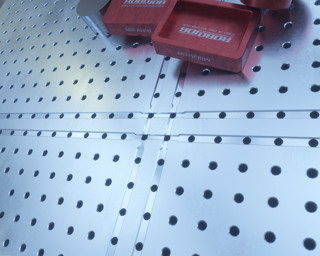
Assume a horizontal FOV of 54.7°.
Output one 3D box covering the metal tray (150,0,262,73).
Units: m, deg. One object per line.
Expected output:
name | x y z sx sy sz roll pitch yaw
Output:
metal tray | 0.064 -0.135 0.434 0.130 0.030 0.090 18 70 20

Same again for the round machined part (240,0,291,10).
round machined part | 0.146 -0.190 0.417 0.099 0.042 0.098 2 35 -1

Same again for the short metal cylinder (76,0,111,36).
short metal cylinder | -0.110 -0.223 0.587 0.080 0.050 0.080 -13 56 21

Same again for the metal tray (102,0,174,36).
metal tray | -0.023 -0.201 0.527 0.130 0.030 0.090 10 66 22
